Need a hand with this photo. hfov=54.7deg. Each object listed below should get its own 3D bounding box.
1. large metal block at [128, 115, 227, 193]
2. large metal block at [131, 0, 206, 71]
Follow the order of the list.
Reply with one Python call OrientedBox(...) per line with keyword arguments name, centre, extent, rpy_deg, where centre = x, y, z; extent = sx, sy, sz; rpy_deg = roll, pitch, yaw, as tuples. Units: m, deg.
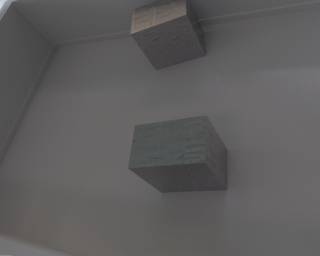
OrientedBox(name="large metal block", centre=(0.024, 0.033, 0.338), extent=(0.080, 0.080, 0.050), rpy_deg=(-8, 59, 24))
OrientedBox(name="large metal block", centre=(0.014, -0.137, 0.447), extent=(0.080, 0.080, 0.050), rpy_deg=(-13, 57, 21))
